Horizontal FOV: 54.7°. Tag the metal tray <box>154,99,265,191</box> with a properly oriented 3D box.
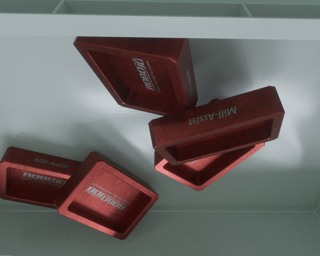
[{"bbox_3d":[0.065,0.029,0.431,0.090,0.030,0.129,31,123,-24],"label":"metal tray"}]

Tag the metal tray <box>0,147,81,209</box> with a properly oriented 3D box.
[{"bbox_3d":[-0.171,0.083,0.473,0.131,0.030,0.089,15,129,-13],"label":"metal tray"}]

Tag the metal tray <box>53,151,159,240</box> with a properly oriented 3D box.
[{"bbox_3d":[-0.074,0.103,0.453,0.090,0.030,0.130,-51,127,-2],"label":"metal tray"}]

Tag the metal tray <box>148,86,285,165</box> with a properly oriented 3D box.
[{"bbox_3d":[0.063,0.003,0.341,0.130,0.030,0.090,-16,158,10],"label":"metal tray"}]

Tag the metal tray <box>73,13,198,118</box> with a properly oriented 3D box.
[{"bbox_3d":[-0.014,-0.052,0.303,0.090,0.030,0.130,13,163,15],"label":"metal tray"}]
